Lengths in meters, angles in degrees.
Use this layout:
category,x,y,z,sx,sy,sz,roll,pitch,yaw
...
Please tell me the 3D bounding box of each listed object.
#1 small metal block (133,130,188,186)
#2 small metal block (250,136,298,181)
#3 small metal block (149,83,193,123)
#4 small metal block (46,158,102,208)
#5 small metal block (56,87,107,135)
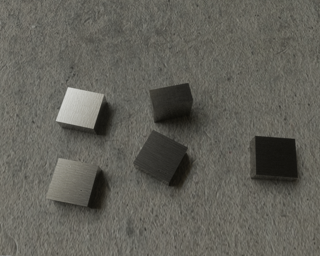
category,x,y,z,sx,sy,sz,roll,pitch,yaw
small metal block,0.001,0.038,0.394,0.050,0.025,0.050,27,72,9
small metal block,0.144,0.039,0.395,0.050,0.025,0.050,4,70,1
small metal block,0.014,-0.032,0.407,0.050,0.050,0.025,-11,71,-4
small metal block,-0.105,0.068,0.382,0.050,0.025,0.050,11,70,4
small metal block,-0.104,-0.023,0.415,0.050,0.025,0.050,12,70,4
